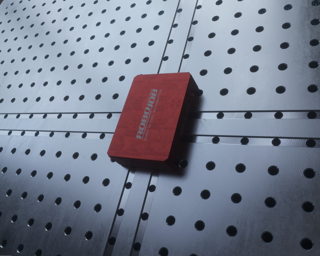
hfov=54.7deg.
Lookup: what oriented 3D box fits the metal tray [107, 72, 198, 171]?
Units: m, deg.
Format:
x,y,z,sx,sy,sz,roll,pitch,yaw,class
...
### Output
x,y,z,sx,sy,sz,roll,pitch,yaw,class
-0.008,-0.012,0.414,0.090,0.030,0.130,2,63,29,metal tray
